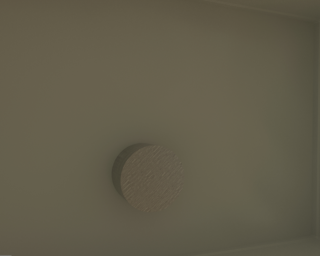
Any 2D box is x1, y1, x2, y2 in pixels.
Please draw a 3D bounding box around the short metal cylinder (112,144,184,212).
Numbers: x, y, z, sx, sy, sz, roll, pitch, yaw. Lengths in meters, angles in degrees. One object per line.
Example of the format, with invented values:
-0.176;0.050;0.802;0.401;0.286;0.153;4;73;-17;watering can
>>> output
-0.016;0.060;0.392;0.081;0.050;0.079;0;90;-21;short metal cylinder
